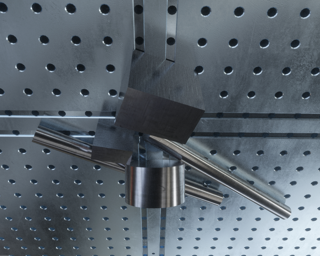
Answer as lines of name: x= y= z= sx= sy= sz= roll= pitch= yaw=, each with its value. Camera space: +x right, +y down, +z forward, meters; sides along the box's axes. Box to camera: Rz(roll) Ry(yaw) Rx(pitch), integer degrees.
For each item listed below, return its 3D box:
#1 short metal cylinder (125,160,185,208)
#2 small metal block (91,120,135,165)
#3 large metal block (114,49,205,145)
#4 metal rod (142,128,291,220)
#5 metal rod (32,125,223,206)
short metal cylinder: x=-0.007 y=0.072 z=0.417 sx=0.081 sy=0.080 sz=0.050 roll=0 pitch=91 yaw=0
small metal block: x=-0.061 y=0.019 z=0.410 sx=0.050 sy=0.050 sz=0.025 roll=9 pitch=129 yaw=-9
large metal block: x=-0.001 y=-0.036 z=0.345 sx=0.081 sy=0.080 sz=0.050 roll=16 pitch=128 yaw=-14
metal rod: x=0.101 y=0.077 z=0.478 sx=0.301 sy=0.025 sz=0.025 roll=31 pitch=123 yaw=-24
metal rod: x=-0.035 y=0.062 z=0.463 sx=0.302 sy=0.025 sz=0.025 roll=23 pitch=126 yaw=-19
